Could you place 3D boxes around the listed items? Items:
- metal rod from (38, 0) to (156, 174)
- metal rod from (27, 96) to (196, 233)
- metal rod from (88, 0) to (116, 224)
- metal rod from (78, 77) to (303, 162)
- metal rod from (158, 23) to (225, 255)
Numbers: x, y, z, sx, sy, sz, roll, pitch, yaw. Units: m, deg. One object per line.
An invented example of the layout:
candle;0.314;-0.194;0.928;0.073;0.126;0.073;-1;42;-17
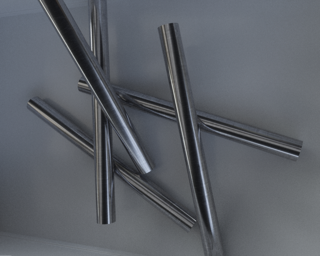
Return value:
metal rod;-0.084;-0.071;0.374;0.025;0.025;0.299;-22;108;19
metal rod;-0.076;0.043;0.437;0.300;0.025;0.025;34;101;16
metal rod;-0.077;-0.026;0.410;0.025;0.025;0.298;-3;89;20
metal rod;0.024;-0.019;0.401;0.301;0.025;0.025;19;96;19
metal rod;0.040;0.026;0.374;0.025;0.025;0.298;-10;95;20
